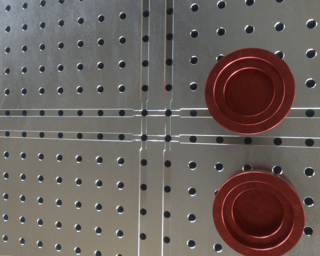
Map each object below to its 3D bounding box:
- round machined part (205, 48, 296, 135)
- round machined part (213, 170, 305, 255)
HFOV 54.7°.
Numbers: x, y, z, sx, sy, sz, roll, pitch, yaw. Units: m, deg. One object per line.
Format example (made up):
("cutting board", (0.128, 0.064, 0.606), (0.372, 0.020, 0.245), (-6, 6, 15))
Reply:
("round machined part", (0.106, -0.041, 0.366), (0.098, 0.042, 0.097), (0, 90, 19))
("round machined part", (0.114, 0.097, 0.363), (0.098, 0.042, 0.097), (0, 90, 19))
